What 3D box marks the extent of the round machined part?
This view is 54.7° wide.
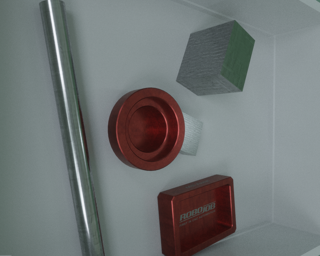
[{"bbox_3d":[-0.020,0.001,0.378,0.099,0.042,0.097,0,90,-37],"label":"round machined part"}]

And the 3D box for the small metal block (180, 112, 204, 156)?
[{"bbox_3d":[0.030,0.008,0.434,0.050,0.025,0.050,24,75,-38],"label":"small metal block"}]

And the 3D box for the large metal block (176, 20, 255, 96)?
[{"bbox_3d":[0.078,-0.095,0.438,0.050,0.080,0.080,28,73,-37],"label":"large metal block"}]

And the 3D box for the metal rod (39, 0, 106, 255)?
[{"bbox_3d":[-0.090,0.020,0.332,0.025,0.025,0.298,-13,99,-40],"label":"metal rod"}]

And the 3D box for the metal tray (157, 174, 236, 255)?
[{"bbox_3d":[0.058,0.126,0.454,0.131,0.030,0.089,-8,95,-40],"label":"metal tray"}]
